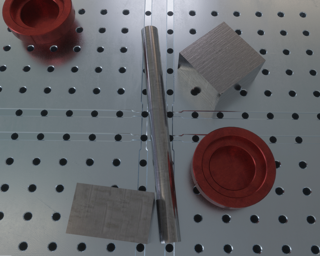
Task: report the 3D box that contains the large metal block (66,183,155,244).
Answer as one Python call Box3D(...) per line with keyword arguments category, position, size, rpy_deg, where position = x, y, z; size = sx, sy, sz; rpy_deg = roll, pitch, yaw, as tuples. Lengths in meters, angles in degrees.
Box3D(category="large metal block", position=(-0.049, 0.098, 0.346), size=(0.080, 0.080, 0.050), rpy_deg=(7, 70, 2))

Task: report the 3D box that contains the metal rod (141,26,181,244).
Box3D(category="metal rod", position=(-0.002, -0.006, 0.413), size=(0.025, 0.025, 0.299), rpy_deg=(-5, 70, -2))

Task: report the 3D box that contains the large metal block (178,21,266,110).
Box3D(category="large metal block", position=(0.082, -0.086, 0.430), size=(0.080, 0.050, 0.080), rpy_deg=(-37, 74, -13))

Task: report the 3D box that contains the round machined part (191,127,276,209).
Box3D(category="round machined part", position=(0.088, 0.051, 0.385), size=(0.099, 0.042, 0.098), rpy_deg=(0, 70, 0))

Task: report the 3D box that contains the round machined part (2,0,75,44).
Box3D(category="round machined part", position=(-0.176, -0.166, 0.462), size=(0.099, 0.042, 0.098), rpy_deg=(0, 70, 0))
